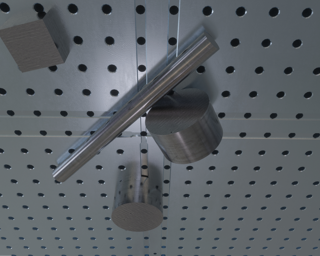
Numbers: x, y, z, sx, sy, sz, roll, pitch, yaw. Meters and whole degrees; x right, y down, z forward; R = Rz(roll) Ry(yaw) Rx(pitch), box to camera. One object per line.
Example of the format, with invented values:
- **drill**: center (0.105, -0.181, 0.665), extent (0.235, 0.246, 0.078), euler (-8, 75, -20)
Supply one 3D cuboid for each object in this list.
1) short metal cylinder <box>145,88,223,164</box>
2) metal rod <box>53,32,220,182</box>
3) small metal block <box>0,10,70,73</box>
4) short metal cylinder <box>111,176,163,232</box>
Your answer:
- **short metal cylinder**: center (0.029, -0.003, 0.373), extent (0.080, 0.080, 0.050), euler (-19, 127, 15)
- **metal rod**: center (-0.048, -0.011, 0.401), extent (0.025, 0.025, 0.299), euler (36, 121, -27)
- **small metal block**: center (-0.134, -0.092, 0.332), extent (0.050, 0.025, 0.050), euler (-11, 130, 9)
- **short metal cylinder**: center (-0.035, 0.124, 0.500), extent (0.081, 0.050, 0.079), euler (0, 130, 0)
